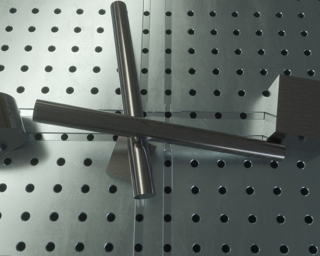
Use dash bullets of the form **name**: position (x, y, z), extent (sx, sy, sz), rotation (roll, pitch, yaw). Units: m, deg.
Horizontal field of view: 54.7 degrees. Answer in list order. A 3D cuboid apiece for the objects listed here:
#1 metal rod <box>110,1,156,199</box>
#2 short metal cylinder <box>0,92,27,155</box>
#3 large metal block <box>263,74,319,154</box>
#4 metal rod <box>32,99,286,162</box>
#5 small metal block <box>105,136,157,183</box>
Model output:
- **metal rod**: position (-0.041, -0.055, 0.414), extent (0.025, 0.025, 0.299), rotation (-9, 64, -4)
- **short metal cylinder**: position (-0.213, -0.002, 0.381), extent (0.080, 0.080, 0.050), rotation (-22, 72, -8)
- **large metal block**: position (0.186, -0.017, 0.407), extent (0.080, 0.050, 0.080), rotation (10, 70, 3)
- **metal rod**: position (0.012, 0.006, 0.366), extent (0.302, 0.025, 0.025), rotation (10, 70, -14)
- **small metal block**: position (-0.036, 0.042, 0.396), extent (0.050, 0.025, 0.050), rotation (16, 71, 5)
